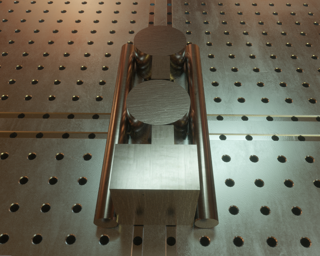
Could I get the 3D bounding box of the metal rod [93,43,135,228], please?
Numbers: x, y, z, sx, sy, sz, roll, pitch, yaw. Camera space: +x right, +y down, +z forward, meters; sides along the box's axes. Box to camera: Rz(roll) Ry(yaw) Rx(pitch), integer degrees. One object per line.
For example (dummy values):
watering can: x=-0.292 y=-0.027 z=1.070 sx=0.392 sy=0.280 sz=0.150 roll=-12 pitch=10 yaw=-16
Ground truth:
metal rod: x=-0.054 y=-0.016 z=0.419 sx=0.025 sy=0.025 sz=0.300 roll=1 pitch=50 yaw=1

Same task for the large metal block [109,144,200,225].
large metal block: x=-0.004 y=0.061 z=0.321 sx=0.080 sy=0.080 sz=0.050 roll=1 pitch=50 yaw=0

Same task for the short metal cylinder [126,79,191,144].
short metal cylinder: x=-0.002 y=-0.018 z=0.406 sx=0.080 sy=0.050 sz=0.080 roll=0 pitch=50 yaw=0

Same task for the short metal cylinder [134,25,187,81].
short metal cylinder: x=0.000 y=-0.118 z=0.490 sx=0.080 sy=0.050 sz=0.080 roll=0 pitch=50 yaw=0

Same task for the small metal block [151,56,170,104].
small metal block: x=0.001 y=-0.069 z=0.447 sx=0.025 sy=0.050 sz=0.050 roll=1 pitch=50 yaw=1

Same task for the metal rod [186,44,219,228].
metal rod: x=0.051 y=-0.015 z=0.419 sx=0.025 sy=0.025 sz=0.300 roll=1 pitch=50 yaw=1

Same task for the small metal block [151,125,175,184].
small metal block: x=0.003 y=0.032 z=0.364 sx=0.025 sy=0.050 sz=0.050 roll=0 pitch=50 yaw=0
